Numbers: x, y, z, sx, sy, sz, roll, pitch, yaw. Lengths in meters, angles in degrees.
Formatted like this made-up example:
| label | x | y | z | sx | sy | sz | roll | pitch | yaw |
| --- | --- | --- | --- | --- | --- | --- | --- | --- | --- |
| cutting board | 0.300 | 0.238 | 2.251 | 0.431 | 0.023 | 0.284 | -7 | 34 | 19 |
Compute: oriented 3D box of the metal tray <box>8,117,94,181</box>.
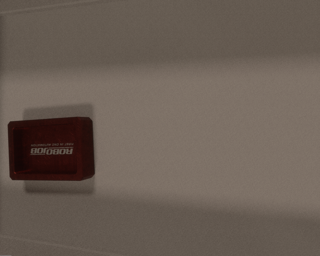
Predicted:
| label | x | y | z | sx | sy | sz | roll | pitch | yaw |
| --- | --- | --- | --- | --- | --- | --- | --- | --- | --- |
| metal tray | -0.164 | 0.032 | 0.464 | 0.130 | 0.030 | 0.089 | -3 | 89 | 19 |
